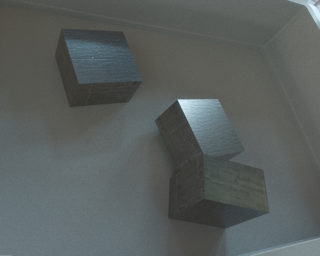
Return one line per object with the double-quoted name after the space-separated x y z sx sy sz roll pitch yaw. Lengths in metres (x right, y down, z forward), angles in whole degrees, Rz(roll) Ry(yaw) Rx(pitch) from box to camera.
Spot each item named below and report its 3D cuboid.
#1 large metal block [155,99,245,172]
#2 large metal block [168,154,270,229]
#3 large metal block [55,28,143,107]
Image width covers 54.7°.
0.052 0.010 0.405 0.081 0.050 0.080 -5 64 -43 "large metal block"
0.064 0.077 0.360 0.081 0.080 0.050 16 56 -20 "large metal block"
-0.080 -0.077 0.394 0.081 0.050 0.080 -8 66 -32 "large metal block"
